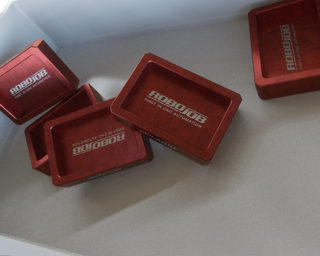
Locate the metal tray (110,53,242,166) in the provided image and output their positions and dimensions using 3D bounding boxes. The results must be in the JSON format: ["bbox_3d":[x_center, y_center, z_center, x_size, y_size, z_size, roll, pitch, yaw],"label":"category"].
[{"bbox_3d":[0.019,-0.024,0.372,0.130,0.030,0.090,27,75,10],"label":"metal tray"}]

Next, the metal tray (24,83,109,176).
[{"bbox_3d":[-0.141,0.001,0.476,0.130,0.030,0.090,-36,51,4],"label":"metal tray"}]

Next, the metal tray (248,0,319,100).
[{"bbox_3d":[0.161,-0.102,0.380,0.090,0.030,0.130,-9,58,23],"label":"metal tray"}]

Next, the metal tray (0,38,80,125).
[{"bbox_3d":[-0.206,-0.068,0.487,0.130,0.090,0.030,-26,33,19],"label":"metal tray"}]

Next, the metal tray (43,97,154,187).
[{"bbox_3d":[-0.083,0.018,0.409,0.130,0.030,0.090,-18,73,10],"label":"metal tray"}]
